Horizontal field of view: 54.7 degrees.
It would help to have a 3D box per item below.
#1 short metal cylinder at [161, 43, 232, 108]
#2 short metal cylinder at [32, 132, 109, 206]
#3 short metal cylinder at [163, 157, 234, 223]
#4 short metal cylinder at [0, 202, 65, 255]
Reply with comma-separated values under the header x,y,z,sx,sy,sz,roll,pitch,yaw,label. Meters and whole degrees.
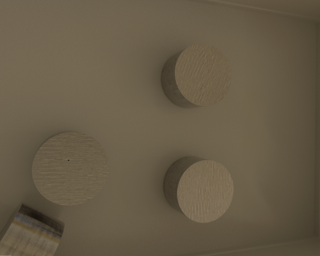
x,y,z,sx,sy,sz,roll,pitch,yaw,label
0.047,-0.067,0.414,0.081,0.050,0.080,0,90,-20,short metal cylinder
-0.104,0.044,0.359,0.081,0.050,0.080,0,90,-20,short metal cylinder
0.050,0.080,0.416,0.081,0.050,0.080,0,90,-20,short metal cylinder
-0.146,0.126,0.328,0.050,0.080,0.080,34,79,-17,short metal cylinder
